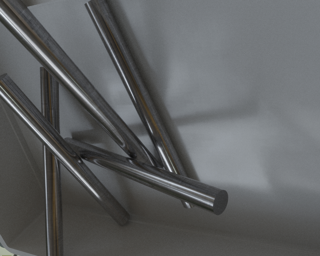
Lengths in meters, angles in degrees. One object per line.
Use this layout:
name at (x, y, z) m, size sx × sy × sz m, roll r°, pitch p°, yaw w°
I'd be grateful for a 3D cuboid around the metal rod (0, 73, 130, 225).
metal rod at (-0.128, 0.049, 0.451) m, size 0.025 × 0.025 × 0.299 m, roll -8°, pitch 130°, yaw 32°

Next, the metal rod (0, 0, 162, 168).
metal rod at (-0.068, -0.020, 0.351) m, size 0.025 × 0.025 × 0.300 m, roll -3°, pitch 143°, yaw 30°

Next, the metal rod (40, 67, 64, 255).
metal rod at (-0.159, 0.062, 0.458) m, size 0.025 × 0.025 × 0.298 m, roll 4°, pitch 97°, yaw 26°

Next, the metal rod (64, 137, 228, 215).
metal rod at (-0.046, 0.050, 0.403) m, size 0.300 × 0.025 × 0.025 m, roll 12°, pitch 126°, yaw 44°

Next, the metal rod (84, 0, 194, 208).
metal rod at (-0.015, -0.019, 0.404) m, size 0.025 × 0.025 × 0.299 m, roll -13°, pitch 112°, yaw 33°
